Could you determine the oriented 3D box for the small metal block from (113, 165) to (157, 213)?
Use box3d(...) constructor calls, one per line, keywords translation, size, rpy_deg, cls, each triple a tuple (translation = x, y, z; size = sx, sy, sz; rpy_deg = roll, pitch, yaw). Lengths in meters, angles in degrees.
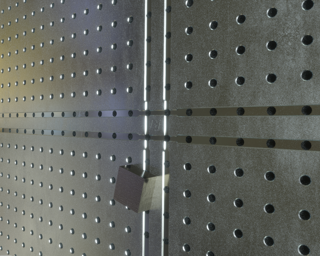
box3d(translation=(-0.036, 0.084, 0.437), size=(0.050, 0.025, 0.050), rpy_deg=(19, 102, 38), cls="small metal block")
